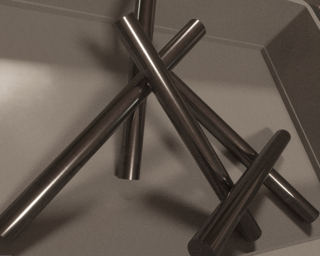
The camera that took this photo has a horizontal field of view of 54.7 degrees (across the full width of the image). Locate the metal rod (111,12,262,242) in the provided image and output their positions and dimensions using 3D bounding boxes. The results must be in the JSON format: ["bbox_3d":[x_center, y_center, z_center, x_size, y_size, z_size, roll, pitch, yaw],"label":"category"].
[{"bbox_3d":[0.040,0.014,0.345,0.025,0.025,0.299,-48,113,-39],"label":"metal rod"}]

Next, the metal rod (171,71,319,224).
[{"bbox_3d":[0.112,0.025,0.453,0.300,0.025,0.025,44,51,2],"label":"metal rod"}]

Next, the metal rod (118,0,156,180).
[{"bbox_3d":[-0.023,-0.090,0.370,0.025,0.025,0.298,8,83,-25],"label":"metal rod"}]

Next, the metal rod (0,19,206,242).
[{"bbox_3d":[-0.047,-0.014,0.325,0.025,0.025,0.301,41,71,-1],"label":"metal rod"}]

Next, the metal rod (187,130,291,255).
[{"bbox_3d":[0.115,0.059,0.378,0.025,0.025,0.302,51,37,8],"label":"metal rod"}]
